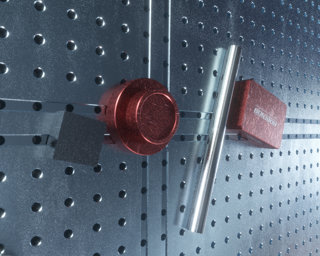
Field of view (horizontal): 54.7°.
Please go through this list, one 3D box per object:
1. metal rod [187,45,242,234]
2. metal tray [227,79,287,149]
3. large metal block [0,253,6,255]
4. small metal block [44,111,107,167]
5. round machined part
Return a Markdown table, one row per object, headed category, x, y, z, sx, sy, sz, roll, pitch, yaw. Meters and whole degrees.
| category | x | y | z | sx | sy | sz | roll | pitch | yaw |
| --- | --- | --- | --- | --- | --- | --- | --- | --- | --- |
| metal rod | 0.088 | 0.010 | 0.485 | 0.025 | 0.025 | 0.299 | 24 | 75 | -38 |
| metal tray | 0.179 | -0.022 | 0.559 | 0.131 | 0.030 | 0.090 | 23 | 75 | -38 |
| large metal block | -0.164 | 0.144 | 0.256 | 0.080 | 0.050 | 0.080 | 46 | 62 | -30 |
| small metal block | -0.091 | 0.012 | 0.335 | 0.050 | 0.025 | 0.050 | 19 | 78 | -39 |
| round machined part | -0.014 | -0.014 | 0.388 | 0.099 | 0.042 | 0.097 | 0 | 90 | -40 |
